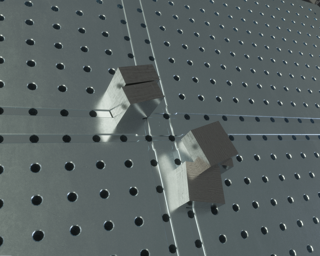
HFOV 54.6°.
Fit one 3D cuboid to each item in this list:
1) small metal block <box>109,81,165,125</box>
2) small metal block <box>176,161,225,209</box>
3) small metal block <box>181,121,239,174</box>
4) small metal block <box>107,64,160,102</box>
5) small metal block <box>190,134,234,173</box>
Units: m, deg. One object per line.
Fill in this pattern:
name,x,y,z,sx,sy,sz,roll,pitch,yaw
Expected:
small metal block,-0.030,-0.032,0.395,0.050,0.050,0.025,-16,70,-34
small metal block,0.050,0.073,0.390,0.050,0.025,0.050,10,57,-23
small metal block,0.063,0.023,0.395,0.050,0.025,0.050,-18,71,-35
small metal block,-0.036,-0.056,0.407,0.050,0.050,0.025,-13,69,-33
small metal block,0.069,0.032,0.425,0.050,0.025,0.050,10,57,-23
